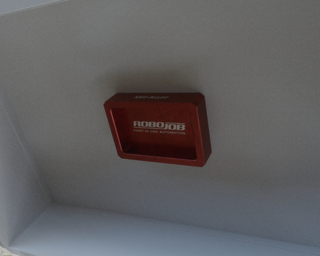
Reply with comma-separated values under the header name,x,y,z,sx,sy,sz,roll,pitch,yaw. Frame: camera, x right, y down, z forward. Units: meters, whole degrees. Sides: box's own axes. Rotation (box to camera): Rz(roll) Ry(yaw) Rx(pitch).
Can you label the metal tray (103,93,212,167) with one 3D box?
name,x,y,z,sx,sy,sz,roll,pitch,yaw
metal tray,-0.003,0.001,0.407,0.130,0.030,0.090,3,120,27
